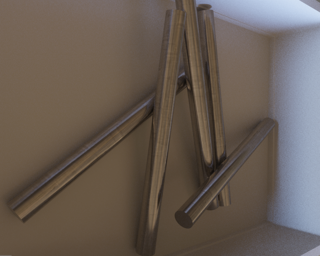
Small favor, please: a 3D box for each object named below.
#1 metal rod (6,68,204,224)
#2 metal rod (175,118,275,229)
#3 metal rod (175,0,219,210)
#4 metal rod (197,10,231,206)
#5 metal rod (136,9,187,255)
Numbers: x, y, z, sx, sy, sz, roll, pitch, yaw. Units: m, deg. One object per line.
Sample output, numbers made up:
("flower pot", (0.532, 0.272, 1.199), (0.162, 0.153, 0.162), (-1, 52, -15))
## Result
("metal rod", (-0.041, -0.004, 0.373), (0.302, 0.025, 0.025), (-42, 116, -32))
("metal rod", (0.116, 0.050, 0.474), (0.302, 0.025, 0.025), (-34, 112, -46))
("metal rod", (0.055, -0.020, 0.429), (0.025, 0.025, 0.298), (-24, 113, -38))
("metal rod", (0.084, -0.027, 0.479), (0.025, 0.025, 0.298), (-11, 97, -40))
("metal rod", (0.000, 0.010, 0.381), (0.025, 0.025, 0.298), (3, 96, -40))
